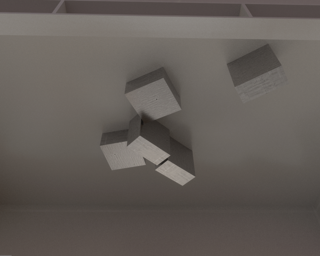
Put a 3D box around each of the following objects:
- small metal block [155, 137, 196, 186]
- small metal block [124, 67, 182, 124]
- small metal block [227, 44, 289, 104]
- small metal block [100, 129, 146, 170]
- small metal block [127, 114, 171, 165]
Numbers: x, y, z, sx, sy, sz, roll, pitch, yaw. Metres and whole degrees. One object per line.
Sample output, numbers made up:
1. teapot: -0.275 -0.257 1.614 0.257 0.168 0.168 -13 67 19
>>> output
1. small metal block: 0.021 0.044 0.431 0.050 0.050 0.025 33 122 -25
2. small metal block: -0.008 -0.039 0.376 0.050 0.025 0.050 -21 128 16
3. small metal block: 0.106 -0.061 0.343 0.050 0.050 0.025 -25 126 19
4. small metal block: -0.050 0.030 0.434 0.050 0.025 0.050 -10 130 8
5. small metal block: -0.014 0.013 0.403 0.050 0.050 0.025 35 122 -26
